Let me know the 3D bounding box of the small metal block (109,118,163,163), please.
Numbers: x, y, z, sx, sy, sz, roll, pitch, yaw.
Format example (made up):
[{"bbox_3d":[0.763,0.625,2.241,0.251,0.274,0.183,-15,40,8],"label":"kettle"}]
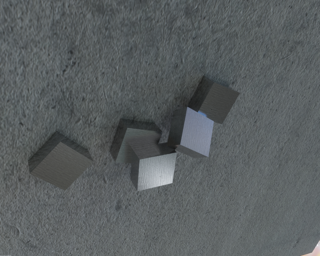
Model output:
[{"bbox_3d":[-0.031,0.018,0.401,0.050,0.025,0.050,8,115,-32],"label":"small metal block"}]

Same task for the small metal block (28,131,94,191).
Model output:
[{"bbox_3d":[-0.117,0.040,0.367,0.050,0.025,0.050,-46,129,4],"label":"small metal block"}]

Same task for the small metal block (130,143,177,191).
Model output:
[{"bbox_3d":[-0.009,0.050,0.400,0.050,0.025,0.050,-9,123,-24],"label":"small metal block"}]

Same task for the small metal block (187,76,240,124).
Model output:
[{"bbox_3d":[0.073,-0.037,0.423,0.050,0.025,0.050,15,111,-35],"label":"small metal block"}]

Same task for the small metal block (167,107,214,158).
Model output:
[{"bbox_3d":[0.040,0.007,0.399,0.050,0.025,0.050,25,67,-34],"label":"small metal block"}]
